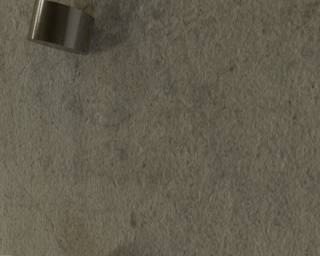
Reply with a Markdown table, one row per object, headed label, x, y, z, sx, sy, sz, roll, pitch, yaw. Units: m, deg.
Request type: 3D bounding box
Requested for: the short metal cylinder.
| label | x | y | z | sx | sy | sz | roll | pitch | yaw |
| --- | --- | --- | --- | --- | --- | --- | --- | --- | --- |
| short metal cylinder | -0.135 | -0.135 | 0.426 | 0.080 | 0.080 | 0.050 | 15 | 95 | 19 |
